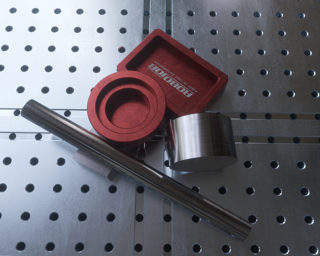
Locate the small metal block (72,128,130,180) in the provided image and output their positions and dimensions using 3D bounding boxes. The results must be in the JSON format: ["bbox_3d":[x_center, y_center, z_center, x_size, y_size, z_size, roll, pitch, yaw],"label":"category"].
[{"bbox_3d":[-0.075,0.032,0.399,0.050,0.025,0.050,27,72,9],"label":"small metal block"}]

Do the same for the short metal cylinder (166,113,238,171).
[{"bbox_3d":[0.049,0.020,0.374,0.081,0.080,0.050,-4,70,-2],"label":"short metal cylinder"}]

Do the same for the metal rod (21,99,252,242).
[{"bbox_3d":[-0.029,0.050,0.371,0.301,0.025,0.025,30,72,1],"label":"metal rod"}]

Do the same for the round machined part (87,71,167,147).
[{"bbox_3d":[-0.041,-0.022,0.402,0.099,0.042,0.098,0,70,1],"label":"round machined part"}]

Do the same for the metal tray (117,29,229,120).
[{"bbox_3d":[0.017,-0.070,0.434,0.130,0.030,0.090,38,74,12],"label":"metal tray"}]
